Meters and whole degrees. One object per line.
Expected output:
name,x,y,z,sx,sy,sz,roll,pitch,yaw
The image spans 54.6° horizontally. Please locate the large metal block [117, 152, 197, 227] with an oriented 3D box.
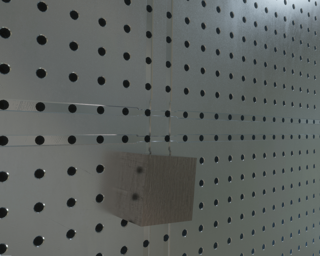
large metal block,-0.003,0.074,0.390,0.081,0.050,0.080,8,85,-40
